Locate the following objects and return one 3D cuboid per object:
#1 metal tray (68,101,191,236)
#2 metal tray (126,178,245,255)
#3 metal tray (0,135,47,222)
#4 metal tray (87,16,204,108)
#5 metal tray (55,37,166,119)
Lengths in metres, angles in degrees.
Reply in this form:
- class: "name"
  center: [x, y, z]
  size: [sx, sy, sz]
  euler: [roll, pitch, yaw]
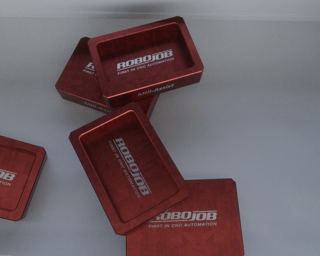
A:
- class: "metal tray"
  center: [-0.036, 0.044, 0.357]
  size: [0.090, 0.030, 0.130]
  euler: [-28, 73, -10]
- class: "metal tray"
  center: [0.027, 0.109, 0.367]
  size: [0.131, 0.030, 0.090]
  euler: [-2, 70, -1]
- class: "metal tray"
  center: [-0.214, 0.051, 0.367]
  size: [0.131, 0.030, 0.090]
  euler: [18, 70, -12]
- class: "metal tray"
  center: [-0.019, -0.088, 0.406]
  size: [0.131, 0.030, 0.090]
  euler: [-17, 71, -6]
- class: "metal tray"
  center: [-0.064, -0.066, 0.431]
  size: [0.131, 0.030, 0.090]
  euler: [19, 71, 6]
